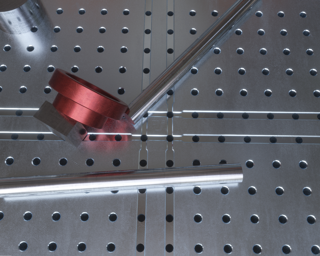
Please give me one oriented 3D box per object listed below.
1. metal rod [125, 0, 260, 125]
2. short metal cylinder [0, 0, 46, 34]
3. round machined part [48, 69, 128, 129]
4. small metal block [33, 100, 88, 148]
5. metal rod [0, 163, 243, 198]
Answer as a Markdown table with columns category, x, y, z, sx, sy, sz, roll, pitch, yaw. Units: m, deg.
| category | x | y | z | sx | sy | sz | roll | pitch | yaw |
| --- | --- | --- | --- | --- | --- | --- | --- | --- | --- |
| metal rod | 0.058 | -0.117 | 0.454 | 0.025 | 0.025 | 0.301 | 41 | 75 | 13 |
| short metal cylinder | -0.222 | -0.190 | 0.466 | 0.081 | 0.050 | 0.080 | 0 | 70 | 0 |
| round machined part | -0.093 | -0.033 | 0.388 | 0.098 | 0.098 | 0.042 | 30 | 95 | 10 |
| small metal block | -0.126 | -0.004 | 0.399 | 0.050 | 0.050 | 0.025 | 29 | 73 | 10 |
| metal rod | -0.050 | 0.065 | 0.387 | 0.302 | 0.025 | 0.025 | -3 | 70 | -2 |
